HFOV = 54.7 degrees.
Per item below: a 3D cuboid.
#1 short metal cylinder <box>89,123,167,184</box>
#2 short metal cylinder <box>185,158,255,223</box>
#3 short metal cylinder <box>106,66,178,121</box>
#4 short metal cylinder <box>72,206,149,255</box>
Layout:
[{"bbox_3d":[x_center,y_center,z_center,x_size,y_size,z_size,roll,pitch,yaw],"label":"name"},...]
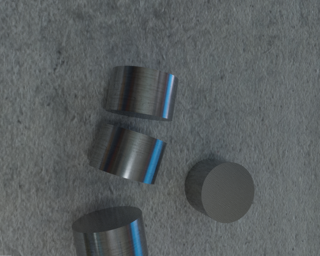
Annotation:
[{"bbox_3d":[-0.037,0.031,0.367,0.081,0.080,0.050,19,84,-20],"label":"short metal cylinder"},{"bbox_3d":[0.081,0.084,0.427,0.081,0.050,0.079,0,90,-20],"label":"short metal cylinder"},{"bbox_3d":[-0.021,-0.039,0.373,0.081,0.080,0.050,10,87,-20],"label":"short metal cylinder"},{"bbox_3d":[-0.057,0.129,0.360,0.081,0.080,0.050,-10,94,-20],"label":"short metal cylinder"}]
